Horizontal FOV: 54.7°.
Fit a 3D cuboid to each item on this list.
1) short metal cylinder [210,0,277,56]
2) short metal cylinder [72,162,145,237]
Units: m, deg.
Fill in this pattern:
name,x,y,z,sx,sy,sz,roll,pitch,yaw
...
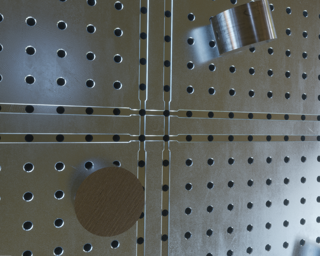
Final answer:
name,x,y,z,sx,sy,sz,roll,pitch,yaw
short metal cylinder,0.114,-0.136,0.427,0.081,0.080,0.050,-18,96,-20
short metal cylinder,-0.065,0.084,0.376,0.081,0.050,0.079,0,90,-20
